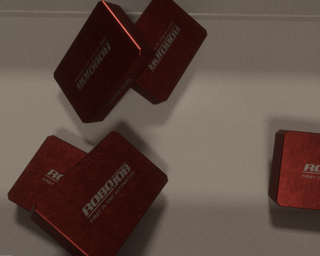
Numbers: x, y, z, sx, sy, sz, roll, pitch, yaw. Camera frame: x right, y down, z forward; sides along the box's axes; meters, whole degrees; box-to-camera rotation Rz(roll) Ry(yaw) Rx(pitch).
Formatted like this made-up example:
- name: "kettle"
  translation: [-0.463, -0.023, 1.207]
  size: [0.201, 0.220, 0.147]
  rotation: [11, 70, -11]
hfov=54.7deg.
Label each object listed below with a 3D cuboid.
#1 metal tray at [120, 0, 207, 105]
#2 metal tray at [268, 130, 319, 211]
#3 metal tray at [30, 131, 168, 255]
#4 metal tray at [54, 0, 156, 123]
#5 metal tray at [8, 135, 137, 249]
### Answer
- name: "metal tray"
  translation: [-0.002, -0.109, 0.427]
  size: [0.090, 0.030, 0.130]
  rotation: [36, 72, -16]
- name: "metal tray"
  translation: [0.205, 0.053, 0.373]
  size: [0.131, 0.030, 0.089]
  rotation: [6, 92, 2]
- name: "metal tray"
  translation: [-0.060, 0.073, 0.340]
  size: [0.090, 0.030, 0.131]
  rotation: [42, 47, 0]
- name: "metal tray"
  translation: [-0.075, -0.079, 0.392]
  size: [0.129, 0.030, 0.090]
  rotation: [-45, 71, 30]
- name: "metal tray"
  translation: [-0.102, 0.077, 0.378]
  size: [0.130, 0.030, 0.090]
  rotation: [26, 72, 9]
